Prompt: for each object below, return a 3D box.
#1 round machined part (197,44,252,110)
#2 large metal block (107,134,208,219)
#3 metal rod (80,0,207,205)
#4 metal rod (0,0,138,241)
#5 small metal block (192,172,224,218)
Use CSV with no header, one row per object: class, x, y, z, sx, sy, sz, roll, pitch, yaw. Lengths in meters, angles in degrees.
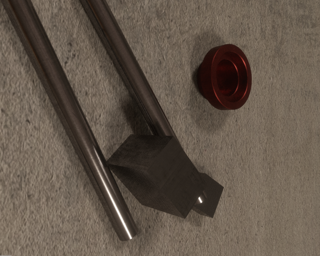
round machined part,0.095,-0.076,0.476,0.099,0.042,0.097,0,90,-40
large metal block,-0.005,0.054,0.367,0.050,0.080,0.080,-51,120,-28
metal rod,-0.015,-0.030,0.380,0.025,0.025,0.299,-39,110,-33
metal rod,-0.090,-0.005,0.330,0.025,0.025,0.298,-34,111,-35
small metal block,0.064,0.099,0.461,0.050,0.025,0.050,39,66,-34
